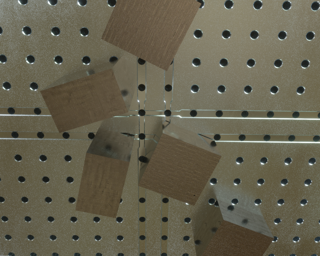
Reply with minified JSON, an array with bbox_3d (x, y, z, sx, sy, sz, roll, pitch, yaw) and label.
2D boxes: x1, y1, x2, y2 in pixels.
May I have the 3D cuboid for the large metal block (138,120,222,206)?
[{"bbox_3d":[0.024,0.046,0.418,0.080,0.050,0.079,22,108,-8],"label":"large metal block"}]

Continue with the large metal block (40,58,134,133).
[{"bbox_3d":[-0.080,-0.042,0.368,0.080,0.080,0.050,-16,110,5],"label":"large metal block"}]

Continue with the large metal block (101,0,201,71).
[{"bbox_3d":[-0.010,-0.123,0.355,0.080,0.050,0.080,25,108,-9],"label":"large metal block"}]

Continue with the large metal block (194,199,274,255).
[{"bbox_3d":[0.107,0.165,0.463,0.080,0.050,0.079,22,108,-9],"label":"large metal block"}]

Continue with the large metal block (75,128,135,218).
[{"bbox_3d":[-0.069,0.056,0.404,0.050,0.080,0.079,13,110,-5],"label":"large metal block"}]
